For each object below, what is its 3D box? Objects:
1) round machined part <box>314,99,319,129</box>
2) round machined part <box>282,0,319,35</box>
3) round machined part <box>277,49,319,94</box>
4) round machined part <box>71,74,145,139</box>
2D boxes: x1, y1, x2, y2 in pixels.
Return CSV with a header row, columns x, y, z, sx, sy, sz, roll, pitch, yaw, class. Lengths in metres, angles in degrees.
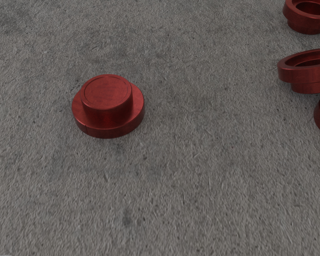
x,y,z,sx,sy,sz,roll,pitch,yaw,class
0.263,-0.021,0.411,0.099,0.042,0.098,0,50,0,round machined part
0.275,-0.208,0.569,0.099,0.042,0.098,0,50,0,round machined part
0.222,-0.080,0.443,0.098,0.042,0.098,-14,22,6,round machined part
-0.071,-0.036,0.422,0.099,0.042,0.098,0,50,0,round machined part
